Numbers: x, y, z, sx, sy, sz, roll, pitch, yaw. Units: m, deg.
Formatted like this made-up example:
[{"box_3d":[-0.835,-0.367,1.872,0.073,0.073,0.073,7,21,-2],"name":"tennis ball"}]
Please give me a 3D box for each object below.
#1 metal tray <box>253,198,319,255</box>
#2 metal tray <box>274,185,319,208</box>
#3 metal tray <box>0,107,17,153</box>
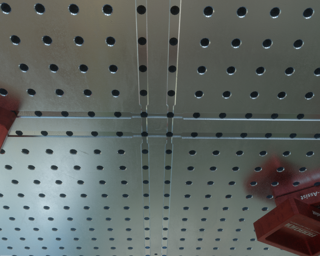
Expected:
[{"box_3d":[0.234,0.169,0.513,0.131,0.030,0.090,24,126,-20],"name":"metal tray"},{"box_3d":[0.273,0.136,0.525,0.130,0.030,0.090,-23,127,18],"name":"metal tray"},{"box_3d":[-0.267,-0.007,0.400,0.131,0.030,0.090,26,125,-21],"name":"metal tray"}]
